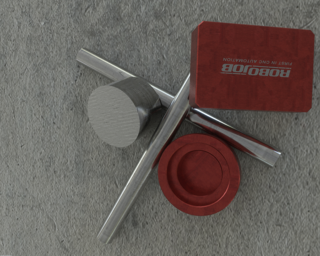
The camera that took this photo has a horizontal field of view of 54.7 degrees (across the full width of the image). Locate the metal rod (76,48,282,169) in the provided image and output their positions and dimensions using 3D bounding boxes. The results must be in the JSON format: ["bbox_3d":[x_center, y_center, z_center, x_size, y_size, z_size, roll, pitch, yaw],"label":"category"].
[{"bbox_3d":[0.012,-0.034,0.407,0.300,0.025,0.025,30,100,17],"label":"metal rod"}]

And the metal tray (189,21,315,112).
[{"bbox_3d":[0.101,-0.064,0.342,0.131,0.030,0.089,2,91,-8],"label":"metal tray"}]

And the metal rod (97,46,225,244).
[{"bbox_3d":[-0.007,0.030,0.394,0.025,0.025,0.298,35,108,16],"label":"metal rod"}]

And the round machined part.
[{"bbox_3d":[0.051,0.055,0.383,0.098,0.042,0.097,0,90,20],"label":"round machined part"}]

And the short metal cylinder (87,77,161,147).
[{"bbox_3d":[-0.046,-0.022,0.399,0.080,0.050,0.079,13,116,27],"label":"short metal cylinder"}]
